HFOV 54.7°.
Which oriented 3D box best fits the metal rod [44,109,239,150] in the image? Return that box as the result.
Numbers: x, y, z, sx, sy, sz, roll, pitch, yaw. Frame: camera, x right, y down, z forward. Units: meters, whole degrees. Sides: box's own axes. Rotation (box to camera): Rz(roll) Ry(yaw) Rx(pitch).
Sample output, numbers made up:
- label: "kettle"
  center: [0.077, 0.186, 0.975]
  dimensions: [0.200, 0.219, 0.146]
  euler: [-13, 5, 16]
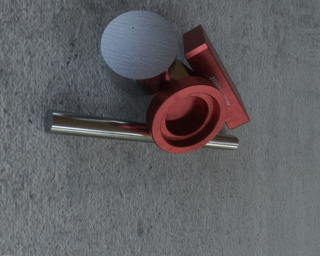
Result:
- label: "metal rod"
  center: [0.003, 0.009, 0.408]
  dimensions: [0.302, 0.025, 0.025]
  euler: [8, 85, -40]

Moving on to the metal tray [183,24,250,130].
- label: "metal tray"
  center: [0.078, -0.071, 0.435]
  dimensions: [0.130, 0.030, 0.090]
  euler: [53, 21, -27]

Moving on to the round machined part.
- label: "round machined part"
  center: [0.029, -0.019, 0.379]
  dimensions: [0.099, 0.042, 0.097]
  euler: [-13, 129, -16]

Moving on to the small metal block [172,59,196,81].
- label: "small metal block"
  center: [0.018, -0.062, 0.403]
  dimensions: [0.050, 0.050, 0.025]
  euler: [30, 72, -36]

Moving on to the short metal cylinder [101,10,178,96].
- label: "short metal cylinder"
  center: [-0.021, -0.081, 0.346]
  dimensions: [0.081, 0.050, 0.080]
  euler: [0, 76, -1]
